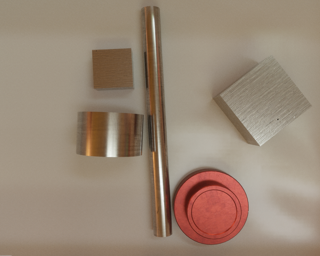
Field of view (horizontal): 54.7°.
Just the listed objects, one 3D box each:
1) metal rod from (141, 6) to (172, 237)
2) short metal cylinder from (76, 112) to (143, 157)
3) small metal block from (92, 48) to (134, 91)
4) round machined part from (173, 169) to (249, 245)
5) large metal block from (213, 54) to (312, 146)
[{"bbox_3d":[-0.004,-0.008,0.411,0.025,0.025,0.298,-3,90,-1],"label":"metal rod"},{"bbox_3d":[-0.061,0.007,0.383,0.081,0.080,0.050,2,90,-1],"label":"short metal cylinder"},{"bbox_3d":[-0.061,-0.077,0.411,0.050,0.025,0.050,-3,90,-1],"label":"small metal block"},{"bbox_3d":[0.067,0.104,0.404,0.099,0.042,0.097,0,90,-1],"label":"round machined part"},{"bbox_3d":[0.129,-0.034,0.401,0.080,0.050,0.080,-38,91,0],"label":"large metal block"}]
